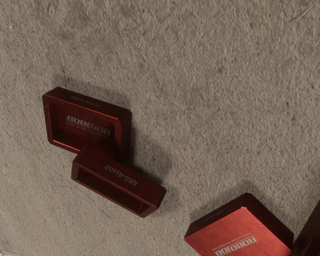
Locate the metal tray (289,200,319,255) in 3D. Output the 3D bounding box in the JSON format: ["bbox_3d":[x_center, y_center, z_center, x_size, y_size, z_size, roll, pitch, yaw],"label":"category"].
[{"bbox_3d":[0.181,0.161,0.368,0.030,0.090,0.129,20,126,16],"label":"metal tray"}]

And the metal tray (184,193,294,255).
[{"bbox_3d":[0.108,0.156,0.442,0.090,0.030,0.129,43,129,-3],"label":"metal tray"}]

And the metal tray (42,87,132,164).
[{"bbox_3d":[-0.108,0.000,0.457,0.130,0.030,0.089,18,126,17],"label":"metal tray"}]

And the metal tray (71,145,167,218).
[{"bbox_3d":[-0.064,0.082,0.453,0.130,0.030,0.090,29,151,-3],"label":"metal tray"}]
